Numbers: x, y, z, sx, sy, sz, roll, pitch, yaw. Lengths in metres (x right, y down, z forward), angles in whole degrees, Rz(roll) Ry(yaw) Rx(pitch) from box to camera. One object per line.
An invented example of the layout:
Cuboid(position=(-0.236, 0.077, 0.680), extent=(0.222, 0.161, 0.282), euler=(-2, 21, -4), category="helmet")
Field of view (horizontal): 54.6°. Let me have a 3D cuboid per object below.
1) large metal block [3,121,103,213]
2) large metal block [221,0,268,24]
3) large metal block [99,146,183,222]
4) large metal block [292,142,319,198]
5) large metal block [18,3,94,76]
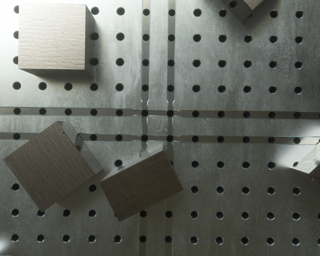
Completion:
Cuboid(position=(-0.134, 0.047, 0.400), extent=(0.080, 0.050, 0.080), euler=(-36, 90, 0), category="large metal block")
Cuboid(position=(0.116, -0.200, 0.401), extent=(0.080, 0.050, 0.080), euler=(-42, 90, 0), category="large metal block")
Cuboid(position=(-0.021, 0.065, 0.386), extent=(0.080, 0.080, 0.050), euler=(-27, 90, 0), category="large metal block")
Cuboid(position=(0.238, 0.057, 0.402), extent=(0.080, 0.050, 0.080), euler=(-43, 90, 0), category="large metal block")
Cuboid(position=(-0.131, -0.111, 0.400), extent=(0.080, 0.050, 0.080), euler=(1, 90, 0), category="large metal block")
